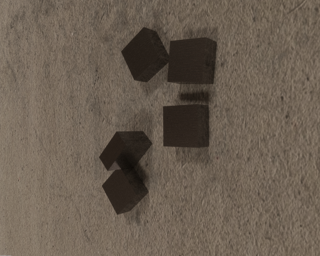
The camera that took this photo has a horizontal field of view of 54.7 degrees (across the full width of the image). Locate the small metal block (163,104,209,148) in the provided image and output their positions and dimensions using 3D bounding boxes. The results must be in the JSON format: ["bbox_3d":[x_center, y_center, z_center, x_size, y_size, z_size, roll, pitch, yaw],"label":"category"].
[{"bbox_3d":[0.031,-0.002,0.378,0.050,0.025,0.050,-1,90,39],"label":"small metal block"}]

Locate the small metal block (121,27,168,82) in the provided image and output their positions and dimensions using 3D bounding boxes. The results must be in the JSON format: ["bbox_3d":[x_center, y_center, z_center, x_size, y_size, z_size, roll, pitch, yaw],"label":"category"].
[{"bbox_3d":[-0.020,-0.098,0.419,0.050,0.025,0.050,-38,67,33],"label":"small metal block"}]

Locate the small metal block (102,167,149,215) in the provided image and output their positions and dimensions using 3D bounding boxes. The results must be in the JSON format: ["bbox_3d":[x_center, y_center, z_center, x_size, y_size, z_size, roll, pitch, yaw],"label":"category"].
[{"bbox_3d":[-0.051,0.087,0.445,0.050,0.025,0.050,-49,61,28],"label":"small metal block"}]

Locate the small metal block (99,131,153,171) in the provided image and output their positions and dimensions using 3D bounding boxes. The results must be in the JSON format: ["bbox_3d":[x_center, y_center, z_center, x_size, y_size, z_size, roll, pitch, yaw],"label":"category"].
[{"bbox_3d":[-0.047,0.031,0.425,0.025,0.050,0.050,52,120,27],"label":"small metal block"}]

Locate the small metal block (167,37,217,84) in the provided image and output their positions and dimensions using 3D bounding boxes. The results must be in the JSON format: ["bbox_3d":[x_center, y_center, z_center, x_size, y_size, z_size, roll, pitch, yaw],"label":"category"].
[{"bbox_3d":[0.038,-0.079,0.372,0.050,0.025,0.050,7,94,39],"label":"small metal block"}]
